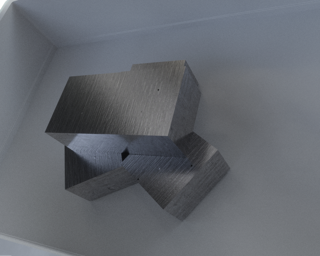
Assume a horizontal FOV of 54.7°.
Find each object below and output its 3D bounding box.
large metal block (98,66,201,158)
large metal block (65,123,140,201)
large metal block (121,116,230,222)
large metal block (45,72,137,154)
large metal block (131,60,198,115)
[{"bbox_3d":[-0.008,-0.017,0.336,0.080,0.050,0.080,1,62,28],"label":"large metal block"},{"bbox_3d":[-0.075,0.038,0.404,0.080,0.050,0.080,-23,53,14],"label":"large metal block"},{"bbox_3d":[0.017,0.043,0.351,0.080,0.050,0.080,-47,51,-5],"label":"large metal block"},{"bbox_3d":[-0.078,-0.018,0.375,0.080,0.050,0.080,1,62,28],"label":"large metal block"},{"bbox_3d":[-0.002,-0.041,0.414,0.080,0.050,0.080,2,62,29],"label":"large metal block"}]
